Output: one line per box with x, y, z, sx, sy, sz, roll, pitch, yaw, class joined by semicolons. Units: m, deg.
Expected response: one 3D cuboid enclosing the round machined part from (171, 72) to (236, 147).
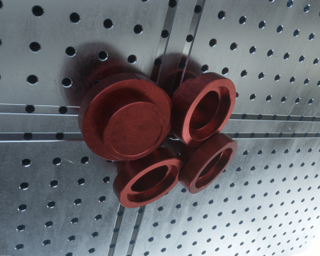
0.050;-0.027;0.401;0.099;0.042;0.097;-28;136;-30;round machined part

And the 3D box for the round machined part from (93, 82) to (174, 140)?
-0.036;-0.016;0.371;0.099;0.042;0.097;-14;125;-21;round machined part

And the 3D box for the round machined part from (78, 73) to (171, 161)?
-0.032;-0.005;0.326;0.099;0.042;0.097;-14;125;-21;round machined part

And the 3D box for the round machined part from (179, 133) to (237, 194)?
0.063;0.045;0.449;0.099;0.042;0.097;-35;150;-24;round machined part

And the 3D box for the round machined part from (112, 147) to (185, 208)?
-0.019;0.060;0.417;0.099;0.042;0.097;-24;144;-18;round machined part
